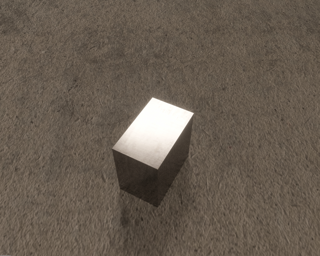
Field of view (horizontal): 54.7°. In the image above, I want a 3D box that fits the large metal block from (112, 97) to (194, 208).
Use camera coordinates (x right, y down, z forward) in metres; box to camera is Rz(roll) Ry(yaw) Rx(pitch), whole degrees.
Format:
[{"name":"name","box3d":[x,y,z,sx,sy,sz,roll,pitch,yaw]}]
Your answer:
[{"name":"large metal block","box3d":[-0.005,0.027,0.344,0.050,0.080,0.080,23,54,17]}]
